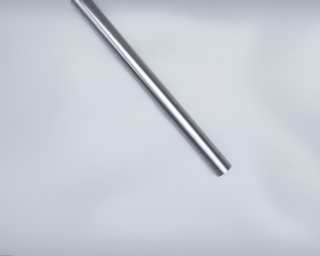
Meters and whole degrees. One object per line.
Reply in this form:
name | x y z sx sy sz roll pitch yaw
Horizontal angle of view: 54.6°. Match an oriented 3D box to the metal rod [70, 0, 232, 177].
metal rod | -0.012 -0.058 0.411 0.025 0.025 0.300 -40 90 0
